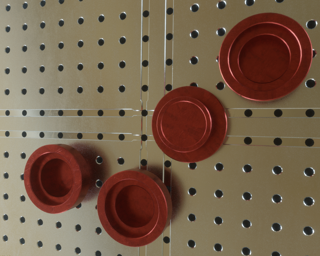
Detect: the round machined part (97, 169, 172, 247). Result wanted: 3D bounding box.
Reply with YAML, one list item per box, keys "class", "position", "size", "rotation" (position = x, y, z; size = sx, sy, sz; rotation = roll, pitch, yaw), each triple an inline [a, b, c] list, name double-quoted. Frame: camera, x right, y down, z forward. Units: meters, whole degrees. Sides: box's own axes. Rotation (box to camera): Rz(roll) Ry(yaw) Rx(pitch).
- class: "round machined part"
  position: [-0.030, 0.103, 0.413]
  size: [0.098, 0.042, 0.097]
  rotation: [0, 90, 19]

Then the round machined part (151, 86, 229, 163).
- class: "round machined part"
  position: [0.035, -0.004, 0.391]
  size: [0.098, 0.042, 0.097]
  rotation: [0, 90, 19]

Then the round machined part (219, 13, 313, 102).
- class: "round machined part"
  position: [0.121, -0.078, 0.361]
  size: [0.098, 0.042, 0.097]
  rotation: [0, 90, 19]

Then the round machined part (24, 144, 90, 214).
- class: "round machined part"
  position: [-0.145, 0.072, 0.453]
  size: [0.098, 0.042, 0.097]
  rotation: [0, 90, 19]
